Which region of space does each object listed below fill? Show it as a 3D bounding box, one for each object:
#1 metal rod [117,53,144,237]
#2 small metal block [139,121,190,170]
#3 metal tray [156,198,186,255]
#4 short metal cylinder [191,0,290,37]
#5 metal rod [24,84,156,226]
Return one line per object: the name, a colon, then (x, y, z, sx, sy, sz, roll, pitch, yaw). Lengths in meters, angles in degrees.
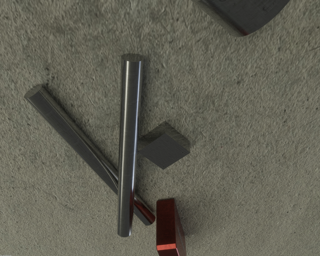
metal rod: (-0.044, 0.045, 0.424, 0.025, 0.025, 0.298, 4, 124, -4)
small metal block: (0.006, 0.025, 0.429, 0.050, 0.025, 0.050, -36, 122, 26)
metal tray: (0.022, 0.195, 0.531, 0.030, 0.090, 0.129, -9, 130, 7)
short metal cylinder: (0.072, -0.126, 0.265, 0.050, 0.080, 0.080, 31, 123, -24)
metal rod: (-0.085, 0.058, 0.455, 0.025, 0.025, 0.299, -21, 128, 16)
